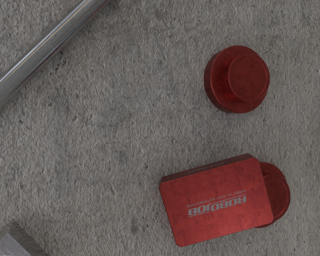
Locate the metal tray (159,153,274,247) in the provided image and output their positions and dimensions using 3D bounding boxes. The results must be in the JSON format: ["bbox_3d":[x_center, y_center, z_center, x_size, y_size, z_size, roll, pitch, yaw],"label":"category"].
[{"bbox_3d":[0.073,0.094,0.409,0.131,0.030,0.090,-16,96,2],"label":"metal tray"}]

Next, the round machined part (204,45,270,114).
[{"bbox_3d":[0.116,-0.070,0.443,0.099,0.042,0.097,0,90,-20],"label":"round machined part"}]

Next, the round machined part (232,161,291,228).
[{"bbox_3d":[0.151,0.099,0.456,0.099,0.042,0.097,0,90,-20],"label":"round machined part"}]

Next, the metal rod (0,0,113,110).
[{"bbox_3d":[-0.101,-0.128,0.371,0.025,0.025,0.300,44,76,-15],"label":"metal rod"}]

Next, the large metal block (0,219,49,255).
[{"bbox_3d":[-0.168,0.162,0.334,0.080,0.050,0.080,-41,103,-16],"label":"large metal block"}]
